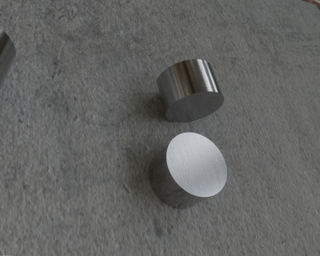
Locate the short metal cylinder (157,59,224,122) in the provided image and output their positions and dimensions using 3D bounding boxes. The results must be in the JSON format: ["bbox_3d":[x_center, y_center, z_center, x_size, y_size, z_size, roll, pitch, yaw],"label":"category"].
[{"bbox_3d":[0.041,-0.048,0.422,0.081,0.080,0.050,-1,62,-29],"label":"short metal cylinder"}]

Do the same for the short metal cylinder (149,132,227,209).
[{"bbox_3d":[0.033,0.052,0.375,0.081,0.050,0.080,14,56,-21],"label":"short metal cylinder"}]

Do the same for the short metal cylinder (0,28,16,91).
[{"bbox_3d":[-0.193,-0.069,0.307,0.081,0.080,0.050,18,55,-19],"label":"short metal cylinder"}]
